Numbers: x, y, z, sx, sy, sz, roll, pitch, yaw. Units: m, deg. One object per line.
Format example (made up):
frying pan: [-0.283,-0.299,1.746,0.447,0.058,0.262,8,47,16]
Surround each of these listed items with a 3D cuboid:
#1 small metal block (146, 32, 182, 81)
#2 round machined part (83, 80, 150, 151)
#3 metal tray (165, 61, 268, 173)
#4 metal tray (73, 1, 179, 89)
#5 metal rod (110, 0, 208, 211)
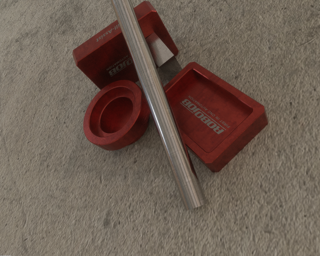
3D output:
small metal block: [0.004,-0.100,0.441,0.025,0.050,0.050,-38,66,5]
round machined part: [-0.054,-0.014,0.425,0.098,0.042,0.098,-16,57,26]
metal tray: [0.053,-0.019,0.385,0.090,0.030,0.130,-44,51,-3]
metal tray: [-0.048,-0.110,0.454,0.130,0.090,0.030,-33,52,7]
metal rod: [-0.010,-0.051,0.372,0.025,0.025,0.299,-23,75,14]
